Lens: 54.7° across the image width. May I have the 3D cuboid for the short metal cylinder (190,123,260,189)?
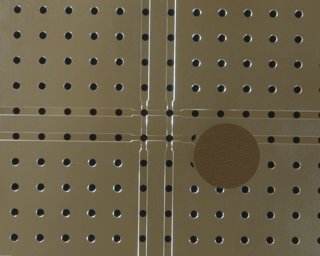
[{"bbox_3d":[0.081,0.034,0.401,0.081,0.050,0.080,0,90,0],"label":"short metal cylinder"}]
